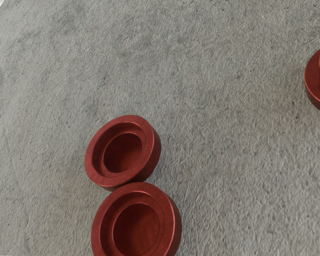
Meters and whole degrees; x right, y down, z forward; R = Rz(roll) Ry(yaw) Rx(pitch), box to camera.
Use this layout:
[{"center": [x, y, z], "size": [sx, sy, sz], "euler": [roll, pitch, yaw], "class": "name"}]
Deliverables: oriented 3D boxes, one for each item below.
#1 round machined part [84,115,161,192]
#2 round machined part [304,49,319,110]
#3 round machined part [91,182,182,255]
[{"center": [-0.042, 0.035, 0.392], "size": [0.098, 0.042, 0.098], "euler": [-15, 53, 21], "class": "round machined part"}, {"center": [0.204, -0.060, 0.322], "size": [0.098, 0.042, 0.098], "euler": [-13, 56, 21], "class": "round machined part"}, {"center": [-0.022, 0.112, 0.336], "size": [0.098, 0.042, 0.098], "euler": [-13, 56, 21], "class": "round machined part"}]
